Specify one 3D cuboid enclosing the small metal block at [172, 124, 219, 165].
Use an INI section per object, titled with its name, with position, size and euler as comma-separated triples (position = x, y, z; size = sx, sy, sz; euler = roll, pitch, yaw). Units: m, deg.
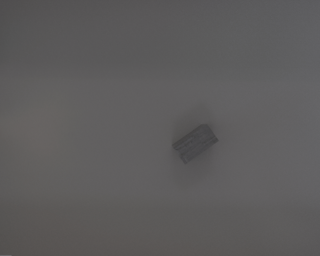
[small metal block]
position = 0.044, 0.020, 0.399
size = 0.050, 0.050, 0.025
euler = -35, 90, 0
